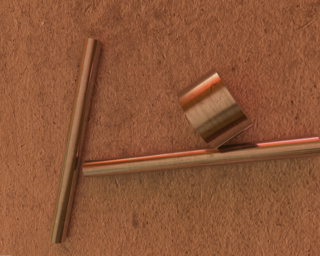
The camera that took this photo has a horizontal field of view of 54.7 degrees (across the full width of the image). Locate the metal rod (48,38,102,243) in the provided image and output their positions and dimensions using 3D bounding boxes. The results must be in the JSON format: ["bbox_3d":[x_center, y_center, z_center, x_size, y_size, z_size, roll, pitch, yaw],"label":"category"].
[{"bbox_3d":[-0.124,0.021,0.452,0.025,0.025,0.298,13,94,19],"label":"metal rod"}]

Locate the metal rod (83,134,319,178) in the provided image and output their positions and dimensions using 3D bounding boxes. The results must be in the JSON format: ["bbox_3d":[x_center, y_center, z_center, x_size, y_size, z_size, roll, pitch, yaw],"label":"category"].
[{"bbox_3d":[0.037,0.039,0.395,0.301,0.025,0.025,-8,87,19],"label":"metal rod"}]

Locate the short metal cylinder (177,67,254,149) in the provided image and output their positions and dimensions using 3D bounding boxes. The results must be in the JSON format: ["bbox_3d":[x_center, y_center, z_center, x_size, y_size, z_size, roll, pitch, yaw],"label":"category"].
[{"bbox_3d":[0.064,-0.023,0.357,0.050,0.080,0.080,-34,79,17],"label":"short metal cylinder"}]
